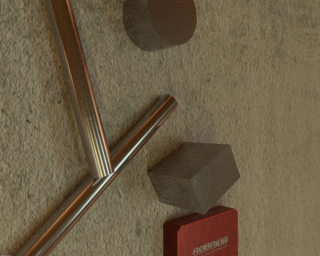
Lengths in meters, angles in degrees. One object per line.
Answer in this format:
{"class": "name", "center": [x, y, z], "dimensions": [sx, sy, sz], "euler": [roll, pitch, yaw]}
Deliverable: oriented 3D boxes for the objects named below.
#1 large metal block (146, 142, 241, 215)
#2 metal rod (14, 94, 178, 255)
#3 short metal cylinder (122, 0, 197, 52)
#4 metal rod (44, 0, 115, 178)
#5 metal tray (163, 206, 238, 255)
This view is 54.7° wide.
{"class": "large metal block", "center": [0.044, 0.061, 0.408], "dimensions": [0.081, 0.080, 0.050], "euler": [-34, 112, -35]}
{"class": "metal rod", "center": [-0.073, 0.064, 0.345], "dimensions": [0.301, 0.025, 0.025], "euler": [-49, 120, -29]}
{"class": "short metal cylinder", "center": [0.000, -0.140, 0.390], "dimensions": [0.081, 0.050, 0.079], "euler": [0, 90, -40]}
{"class": "metal rod", "center": [-0.095, -0.095, 0.313], "dimensions": [0.025, 0.025, 0.298], "euler": [-18, 98, -39]}
{"class": "metal tray", "center": [0.064, 0.173, 0.458], "dimensions": [0.131, 0.030, 0.089], "euler": [-2, 91, -40]}
